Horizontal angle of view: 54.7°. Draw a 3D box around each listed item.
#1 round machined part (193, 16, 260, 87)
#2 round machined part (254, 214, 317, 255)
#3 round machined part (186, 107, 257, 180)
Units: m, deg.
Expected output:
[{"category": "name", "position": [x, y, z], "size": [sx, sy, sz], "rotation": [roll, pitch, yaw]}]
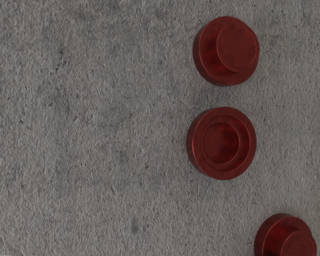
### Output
[{"category": "round machined part", "position": [0.099, -0.109, 0.436], "size": [0.099, 0.042, 0.097], "rotation": [0, 90, -20]}, {"category": "round machined part", "position": [0.198, 0.185, 0.473], "size": [0.099, 0.042, 0.097], "rotation": [0, 90, -20]}, {"category": "round machined part", "position": [0.080, 0.020, 0.429], "size": [0.099, 0.042, 0.097], "rotation": [0, 90, -20]}]
